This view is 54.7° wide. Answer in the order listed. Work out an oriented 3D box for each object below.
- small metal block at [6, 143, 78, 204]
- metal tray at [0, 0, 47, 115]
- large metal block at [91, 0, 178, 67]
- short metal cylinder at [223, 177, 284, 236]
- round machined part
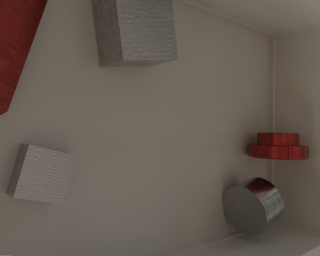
[{"bbox_3d":[-0.117,0.046,0.310,0.050,0.025,0.050,20,77,-39],"label":"small metal block"},{"bbox_3d":[-0.147,-0.085,0.251,0.090,0.030,0.129,45,57,-69],"label":"metal tray"},{"bbox_3d":[-0.029,-0.117,0.368,0.081,0.050,0.079,-11,97,-40],"label":"large metal block"},{"bbox_3d":[0.149,0.125,0.500,0.050,0.080,0.079,-15,100,-39],"label":"short metal cylinder"},{"bbox_3d":[0.203,0.029,0.533,0.099,0.098,0.042,2,89,-40],"label":"round machined part"}]
